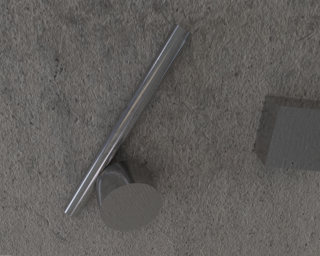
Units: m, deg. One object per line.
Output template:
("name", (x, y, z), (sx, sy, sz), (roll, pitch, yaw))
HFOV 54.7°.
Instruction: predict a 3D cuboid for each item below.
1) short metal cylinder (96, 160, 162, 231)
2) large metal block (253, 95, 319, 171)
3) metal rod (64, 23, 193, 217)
("short metal cylinder", (-0.043, 0.091, 0.417), (0.081, 0.050, 0.079), (-8, 120, -14))
("large metal block", (0.176, 0.006, 0.400), (0.081, 0.050, 0.079), (6, 110, -2))
("metal rod", (-0.050, 0.002, 0.409), (0.025, 0.025, 0.299), (30, 107, -11))
